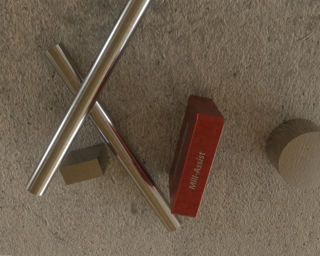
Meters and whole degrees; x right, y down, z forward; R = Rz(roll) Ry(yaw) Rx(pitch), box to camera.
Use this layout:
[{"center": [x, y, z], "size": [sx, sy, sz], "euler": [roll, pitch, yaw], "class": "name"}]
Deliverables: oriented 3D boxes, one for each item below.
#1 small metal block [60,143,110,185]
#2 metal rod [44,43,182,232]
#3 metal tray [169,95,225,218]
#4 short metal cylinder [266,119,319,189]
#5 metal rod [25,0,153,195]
[{"center": [-0.099, 0.047, 0.412], "size": [0.050, 0.050, 0.025], "euler": [-15, 110, 5], "class": "small metal block"}, {"center": [-0.054, 0.025, 0.418], "size": [0.025, 0.025, 0.299], "euler": [-29, 108, 10], "class": "metal rod"}, {"center": [0.041, 0.032, 0.387], "size": [0.030, 0.090, 0.129], "euler": [11, 110, -4], "class": "metal tray"}, {"center": [0.189, 0.033, 0.411], "size": [0.081, 0.050, 0.079], "euler": [0, 110, -1], "class": "short metal cylinder"}, {"center": [-0.079, -0.050, 0.366], "size": [0.025, 0.025, 0.299], "euler": [29, 98, -11], "class": "metal rod"}]
